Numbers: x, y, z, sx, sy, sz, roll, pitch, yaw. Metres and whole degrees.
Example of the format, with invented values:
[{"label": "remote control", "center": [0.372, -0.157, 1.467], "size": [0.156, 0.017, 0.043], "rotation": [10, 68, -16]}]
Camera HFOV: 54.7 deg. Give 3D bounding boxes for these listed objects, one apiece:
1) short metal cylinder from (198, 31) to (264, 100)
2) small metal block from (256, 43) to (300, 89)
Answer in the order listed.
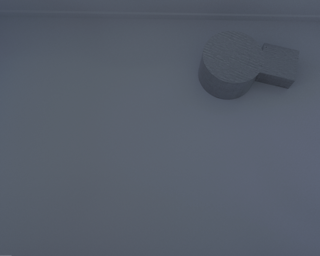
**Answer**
[{"label": "short metal cylinder", "center": [0.096, -0.086, 0.429], "size": [0.081, 0.050, 0.080], "rotation": [0, 70, 0]}, {"label": "small metal block", "center": [0.167, -0.089, 0.444], "size": [0.050, 0.025, 0.050], "rotation": [15, 71, 5]}]
